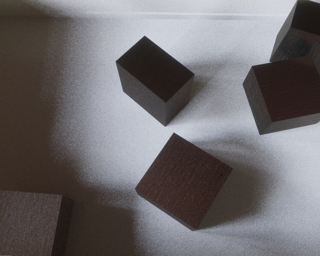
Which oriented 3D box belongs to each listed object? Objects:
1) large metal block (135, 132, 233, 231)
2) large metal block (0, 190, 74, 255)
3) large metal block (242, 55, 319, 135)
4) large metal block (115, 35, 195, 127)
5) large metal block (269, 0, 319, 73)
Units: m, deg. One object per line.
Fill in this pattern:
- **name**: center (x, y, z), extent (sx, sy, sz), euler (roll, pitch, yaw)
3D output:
- **large metal block**: center (0.028, 0.065, 0.373), extent (0.080, 0.050, 0.080), euler (32, 73, 11)
- **large metal block**: center (-0.151, 0.117, 0.352), extent (0.080, 0.050, 0.080), euler (4, 70, 1)
- **large metal block**: center (0.167, -0.043, 0.413), extent (0.081, 0.050, 0.080), euler (-11, 70, -4)
- **large metal block**: center (-0.006, -0.057, 0.401), extent (0.080, 0.080, 0.050), euler (41, 75, 13)
- **large metal block**: center (0.209, -0.121, 0.426), extent (0.080, 0.080, 0.050), euler (19, 71, 7)
